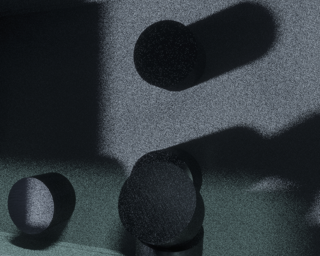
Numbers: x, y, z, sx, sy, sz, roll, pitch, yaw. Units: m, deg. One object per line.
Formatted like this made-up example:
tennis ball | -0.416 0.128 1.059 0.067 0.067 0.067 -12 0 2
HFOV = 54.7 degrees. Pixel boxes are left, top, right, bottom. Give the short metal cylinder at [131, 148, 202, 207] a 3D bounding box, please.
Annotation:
short metal cylinder | 0.009 0.066 0.393 0.080 0.050 0.079 0 90 19

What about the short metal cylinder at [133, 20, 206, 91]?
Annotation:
short metal cylinder | 0.014 -0.089 0.392 0.080 0.050 0.079 0 90 19

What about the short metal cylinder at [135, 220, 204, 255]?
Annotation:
short metal cylinder | 0.011 0.142 0.371 0.080 0.080 0.050 8 109 19

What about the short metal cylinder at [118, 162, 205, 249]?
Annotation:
short metal cylinder | 0.003 0.082 0.326 0.080 0.050 0.080 -7 62 14

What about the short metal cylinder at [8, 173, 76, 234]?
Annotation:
short metal cylinder | -0.173 0.109 0.457 0.080 0.050 0.079 0 90 19
